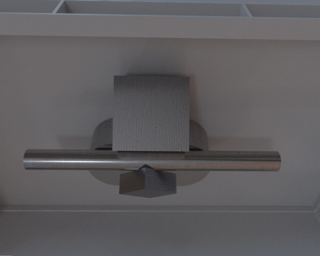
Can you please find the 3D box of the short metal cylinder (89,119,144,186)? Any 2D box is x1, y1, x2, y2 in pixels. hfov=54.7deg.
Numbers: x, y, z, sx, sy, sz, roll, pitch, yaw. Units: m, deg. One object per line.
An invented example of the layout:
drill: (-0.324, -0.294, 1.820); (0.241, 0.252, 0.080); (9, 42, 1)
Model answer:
short metal cylinder: (-0.054, 0.033, 0.418); (0.081, 0.050, 0.079); (0, 130, 0)

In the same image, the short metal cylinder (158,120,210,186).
short metal cylinder: (0.027, 0.034, 0.421); (0.081, 0.050, 0.079); (0, 130, 0)

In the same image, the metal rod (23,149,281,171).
metal rod: (-0.008, 0.039, 0.375); (0.302, 0.025, 0.025); (1, 130, -1)

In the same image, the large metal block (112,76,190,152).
large metal block: (-0.009, -0.014, 0.352); (0.081, 0.050, 0.080); (1, 87, -1)

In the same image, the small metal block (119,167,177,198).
small metal block: (-0.015, 0.070, 0.387); (0.050, 0.025, 0.050); (18, 152, -39)
